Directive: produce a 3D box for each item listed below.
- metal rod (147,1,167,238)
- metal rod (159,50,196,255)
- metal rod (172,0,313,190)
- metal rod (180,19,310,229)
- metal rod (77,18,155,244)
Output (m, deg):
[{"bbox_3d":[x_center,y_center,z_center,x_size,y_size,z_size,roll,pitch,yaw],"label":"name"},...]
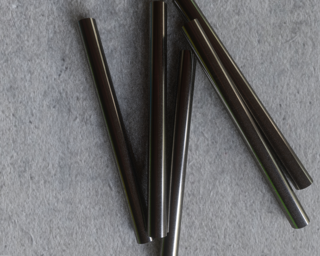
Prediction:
[{"bbox_3d":[-0.003,-0.014,0.400,0.025,0.025,0.298,0,86,-1],"label":"metal rod"},{"bbox_3d":[0.023,0.048,0.410,0.025,0.025,0.298,6,90,-1],"label":"metal rod"},{"bbox_3d":[0.109,-0.049,0.411,0.025,0.025,0.299,-34,90,0],"label":"metal rod"},{"bbox_3d":[0.111,-0.002,0.400,0.025,0.025,0.299,-31,95,0],"label":"metal rod"},{"bbox_3d":[-0.058,0.004,0.409,0.025,0.025,0.298,-15,90,0],"label":"metal rod"}]
